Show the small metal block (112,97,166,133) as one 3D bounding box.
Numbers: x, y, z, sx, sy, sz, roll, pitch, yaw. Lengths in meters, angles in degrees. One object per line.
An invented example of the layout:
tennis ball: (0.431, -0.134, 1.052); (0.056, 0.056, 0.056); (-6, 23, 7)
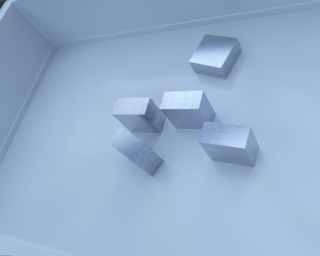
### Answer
small metal block: (-0.027, -0.016, 0.414); (0.050, 0.050, 0.025); (2, 63, 29)

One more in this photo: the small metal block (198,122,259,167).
small metal block: (0.076, 0.018, 0.339); (0.050, 0.050, 0.025); (7, 66, 31)

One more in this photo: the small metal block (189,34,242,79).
small metal block: (0.076, -0.099, 0.426); (0.050, 0.025, 0.050); (20, 72, 35)

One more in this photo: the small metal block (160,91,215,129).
small metal block: (0.035, -0.021, 0.384); (0.050, 0.050, 0.025); (1, 63, 29)

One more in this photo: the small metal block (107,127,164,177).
small metal block: (-0.030, 0.030, 0.387); (0.050, 0.050, 0.025); (31, 79, 38)
